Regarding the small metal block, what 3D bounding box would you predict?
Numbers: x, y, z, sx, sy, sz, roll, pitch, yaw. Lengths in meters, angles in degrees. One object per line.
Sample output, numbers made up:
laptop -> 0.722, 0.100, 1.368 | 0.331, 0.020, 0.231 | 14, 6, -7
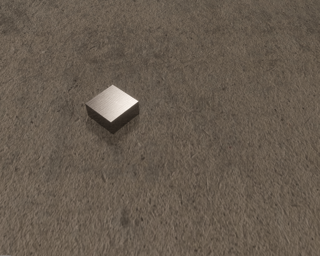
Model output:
small metal block -> -0.065, -0.026, 0.425 | 0.050, 0.025, 0.050 | 34, 57, 25
